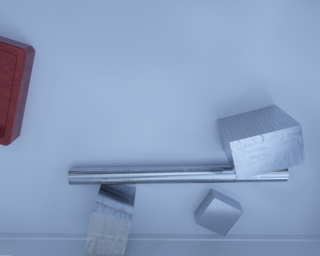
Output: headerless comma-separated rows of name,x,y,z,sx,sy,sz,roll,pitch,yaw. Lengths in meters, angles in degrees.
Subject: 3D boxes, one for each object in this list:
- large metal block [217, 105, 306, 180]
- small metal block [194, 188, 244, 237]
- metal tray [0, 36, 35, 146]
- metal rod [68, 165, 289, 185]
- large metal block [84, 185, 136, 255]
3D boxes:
large metal block,0.123,0.015,0.389,0.080,0.080,0.050,-14,110,5
small metal block,0.086,0.126,0.459,0.050,0.025,0.050,28,107,-10
metal tray,-0.217,-0.050,0.386,0.091,0.030,0.129,17,109,-7
metal rod,0.026,0.066,0.435,0.302,0.025,0.025,-1,110,-1
large metal block,-0.068,0.132,0.430,0.050,0.080,0.079,12,110,-5
